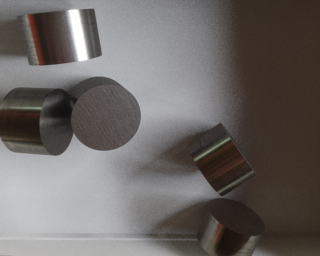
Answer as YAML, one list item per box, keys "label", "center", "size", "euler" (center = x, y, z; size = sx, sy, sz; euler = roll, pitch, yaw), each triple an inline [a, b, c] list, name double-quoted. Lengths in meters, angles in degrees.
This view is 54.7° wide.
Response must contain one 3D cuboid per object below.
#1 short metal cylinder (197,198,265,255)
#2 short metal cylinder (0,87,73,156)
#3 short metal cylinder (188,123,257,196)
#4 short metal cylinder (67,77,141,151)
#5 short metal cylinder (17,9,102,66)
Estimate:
- label: "short metal cylinder"
  center: [0.099, 0.144, 0.436]
  size: [0.080, 0.080, 0.050]
  euler: [15, 109, -6]
- label: "short metal cylinder"
  center: [-0.145, -0.008, 0.372]
  size: [0.050, 0.080, 0.079]
  euler: [3, 111, 11]
- label: "short metal cylinder"
  center: [0.080, 0.040, 0.398]
  size: [0.050, 0.080, 0.080]
  euler: [-35, 107, 12]
- label: "short metal cylinder"
  center: [-0.069, -0.019, 0.377]
  size: [0.081, 0.050, 0.079]
  euler: [-8, 112, -20]
- label: "short metal cylinder"
  center: [-0.109, -0.102, 0.343]
  size: [0.080, 0.080, 0.050]
  euler: [-6, 110, 1]
